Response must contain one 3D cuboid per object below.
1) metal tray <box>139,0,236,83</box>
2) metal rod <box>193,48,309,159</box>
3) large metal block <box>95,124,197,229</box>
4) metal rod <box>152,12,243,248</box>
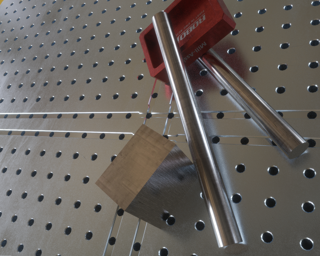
[{"bbox_3d":[0.032,-0.136,0.437,0.130,0.030,0.090,-36,54,30],"label":"metal tray"},{"bbox_3d":[0.081,-0.076,0.411,0.025,0.025,0.300,-35,51,4],"label":"metal rod"},{"bbox_3d":[-0.009,0.055,0.343,0.050,0.080,0.080,31,79,37],"label":"large metal block"},{"bbox_3d":[0.035,-0.018,0.364,0.025,0.025,0.299,-21,65,15],"label":"metal rod"}]
